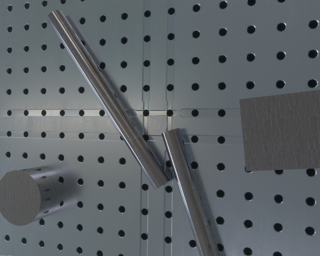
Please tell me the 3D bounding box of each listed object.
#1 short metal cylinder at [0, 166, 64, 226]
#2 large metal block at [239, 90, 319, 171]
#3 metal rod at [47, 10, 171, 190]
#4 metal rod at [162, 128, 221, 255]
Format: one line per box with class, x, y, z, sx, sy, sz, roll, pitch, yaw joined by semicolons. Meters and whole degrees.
short metal cylinder;-0.195;0.100;0.468;0.080;0.050;0.079;0;90;20
large metal block;0.137;0.004;0.351;0.080;0.050;0.080;-6;88;19
metal rod;-0.077;-0.047;0.439;0.025;0.025;0.299;-37;79;16
metal rod;0.059;0.145;0.391;0.025;0.025;0.299;-20;84;19
